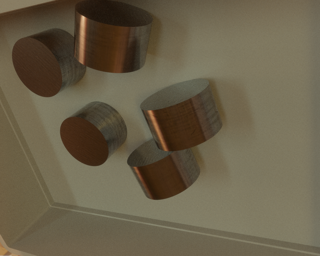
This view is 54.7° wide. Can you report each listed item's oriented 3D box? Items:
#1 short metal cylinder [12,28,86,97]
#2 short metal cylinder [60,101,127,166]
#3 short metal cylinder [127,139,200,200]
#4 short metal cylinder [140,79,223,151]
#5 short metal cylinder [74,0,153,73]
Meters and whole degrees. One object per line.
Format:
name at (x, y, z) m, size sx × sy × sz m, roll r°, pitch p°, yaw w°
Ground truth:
short metal cylinder at (-0.148, -0.088, 0.416) m, size 0.080 × 0.050 × 0.079 m, roll 13°, pitch 124°, yaw 21°
short metal cylinder at (-0.095, 0.008, 0.448) m, size 0.080 × 0.050 × 0.079 m, roll 13°, pitch 124°, yaw 21°
short metal cylinder at (0.005, 0.047, 0.399) m, size 0.080 × 0.080 × 0.050 m, roll -14°, pitch 111°, yaw 34°
short metal cylinder at (0.024, -0.016, 0.350) m, size 0.080 × 0.080 × 0.050 m, roll -9°, pitch 114°, yaw 32°
short metal cylinder at (-0.052, -0.101, 0.338) m, size 0.080 × 0.080 × 0.050 m, roll 24°, pitch 127°, yaw 14°
